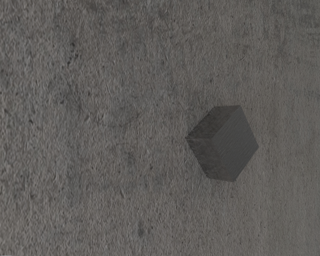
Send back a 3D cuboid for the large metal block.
[{"bbox_3d":[0.096,0.022,0.467,0.080,0.050,0.080,-45,117,-31],"label":"large metal block"}]
